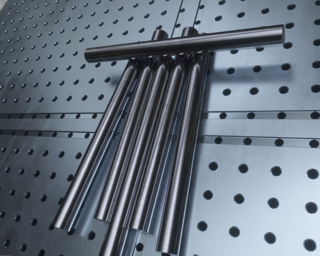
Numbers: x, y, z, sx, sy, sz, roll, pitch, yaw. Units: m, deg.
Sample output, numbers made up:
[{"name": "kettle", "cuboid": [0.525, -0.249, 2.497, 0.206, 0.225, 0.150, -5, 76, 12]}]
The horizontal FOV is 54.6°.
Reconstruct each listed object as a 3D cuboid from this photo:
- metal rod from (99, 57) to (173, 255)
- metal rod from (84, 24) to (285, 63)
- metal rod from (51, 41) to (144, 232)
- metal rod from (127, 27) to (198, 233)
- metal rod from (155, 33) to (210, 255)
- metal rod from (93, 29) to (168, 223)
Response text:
[{"name": "metal rod", "cuboid": [-0.025, 0.031, 0.404, 0.025, 0.025, 0.300, 1, 62, 29]}, {"name": "metal rod", "cuboid": [0.015, -0.115, 0.439, 0.300, 0.025, 0.025, 2, 63, 29]}, {"name": "metal rod", "cuboid": [-0.077, -0.003, 0.450, 0.025, 0.025, 0.300, 8, 65, 31]}, {"name": "metal rod", "cuboid": [0.011, -0.015, 0.414, 0.025, 0.025, 0.300, 1, 62, 29]}, {"name": "metal rod", "cuboid": [0.036, 0.000, 0.391, 0.025, 0.025, 0.300, -2, 60, 27]}, {"name": "metal rod", "cuboid": [-0.034, -0.019, 0.439, 0.025, 0.025, 0.300, 1, 62, 29]}]
